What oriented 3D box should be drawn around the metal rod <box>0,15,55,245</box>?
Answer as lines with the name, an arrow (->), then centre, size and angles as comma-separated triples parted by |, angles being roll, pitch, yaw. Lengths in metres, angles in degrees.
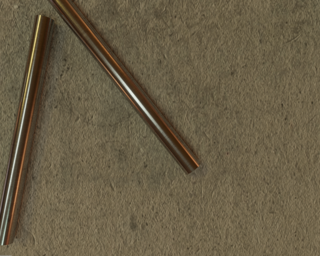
metal rod -> -0.179, 0.003, 0.408 | 0.025, 0.025, 0.298 | 11, 90, 0

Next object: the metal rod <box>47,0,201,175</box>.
metal rod -> -0.049, -0.063, 0.409 | 0.025, 0.025, 0.300 | -38, 90, 0
